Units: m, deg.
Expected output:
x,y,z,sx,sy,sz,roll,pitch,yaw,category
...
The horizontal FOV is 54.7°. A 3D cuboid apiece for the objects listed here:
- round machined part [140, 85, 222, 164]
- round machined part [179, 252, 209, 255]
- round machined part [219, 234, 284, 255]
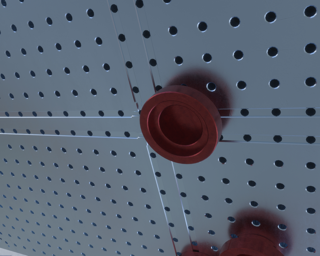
x,y,z,sx,sy,sz,roll,pitch,yaw,category
0.028,-0.007,0.380,0.098,0.042,0.097,13,124,20,round machined part
0.067,0.262,0.526,0.098,0.042,0.097,13,124,20,round machined part
0.136,0.193,0.447,0.098,0.042,0.097,13,124,20,round machined part
